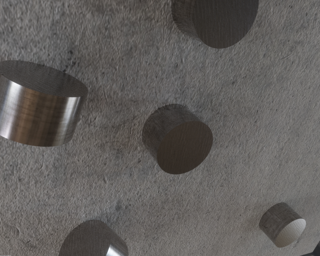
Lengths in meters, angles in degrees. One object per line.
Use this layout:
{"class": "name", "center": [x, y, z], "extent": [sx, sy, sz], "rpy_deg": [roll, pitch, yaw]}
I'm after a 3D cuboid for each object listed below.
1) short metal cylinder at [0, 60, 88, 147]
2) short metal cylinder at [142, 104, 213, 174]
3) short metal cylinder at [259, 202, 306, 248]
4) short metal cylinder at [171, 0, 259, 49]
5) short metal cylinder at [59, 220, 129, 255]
{"class": "short metal cylinder", "center": [-0.115, -0.025, 0.293], "extent": [0.081, 0.080, 0.050], "rpy_deg": [10, 113, -33]}
{"class": "short metal cylinder", "center": [0.022, 0.014, 0.412], "extent": [0.081, 0.050, 0.079], "rpy_deg": [-14, 124, -21]}
{"class": "short metal cylinder", "center": [0.261, 0.207, 0.660], "extent": [0.081, 0.050, 0.079], "rpy_deg": [-14, 124, -21]}
{"class": "short metal cylinder", "center": [0.059, -0.134, 0.340], "extent": [0.081, 0.050, 0.079], "rpy_deg": [-14, 124, -21]}
{"class": "short metal cylinder", "center": [-0.091, 0.176, 0.430], "extent": [0.080, 0.080, 0.050], "rpy_deg": [-35, 129, -5]}
